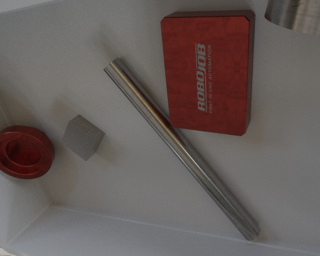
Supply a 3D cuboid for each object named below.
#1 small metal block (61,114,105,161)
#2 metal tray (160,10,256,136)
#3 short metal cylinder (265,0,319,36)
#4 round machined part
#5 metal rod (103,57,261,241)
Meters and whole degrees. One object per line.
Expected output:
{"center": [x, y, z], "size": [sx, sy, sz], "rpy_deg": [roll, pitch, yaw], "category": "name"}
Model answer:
{"center": [-0.120, 0.015, 0.479], "size": [0.050, 0.025, 0.050], "rpy_deg": [36, 129, 3], "category": "small metal block"}
{"center": [0.053, -0.058, 0.341], "size": [0.090, 0.030, 0.129], "rpy_deg": [8, 122, 24], "category": "metal tray"}
{"center": [0.128, -0.107, 0.240], "size": [0.080, 0.080, 0.050], "rpy_deg": [17, 125, 18], "category": "short metal cylinder"}
{"center": [-0.227, 0.036, 0.521], "size": [0.099, 0.042, 0.097], "rpy_deg": [-1, 122, -1], "category": "round machined part"}
{"center": [0.034, 0.033, 0.410], "size": [0.025, 0.025, 0.300], "rpy_deg": [-34, 100, 38], "category": "metal rod"}
